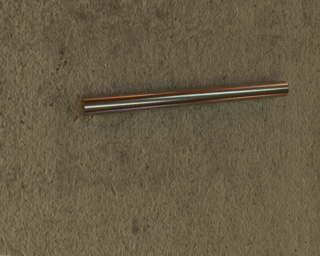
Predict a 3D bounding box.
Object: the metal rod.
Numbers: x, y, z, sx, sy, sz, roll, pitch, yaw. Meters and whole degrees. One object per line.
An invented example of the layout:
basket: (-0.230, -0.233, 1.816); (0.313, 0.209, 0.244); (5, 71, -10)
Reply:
metal rod: (0.049, -0.043, 0.426); (0.302, 0.025, 0.025); (-7, 93, -20)
